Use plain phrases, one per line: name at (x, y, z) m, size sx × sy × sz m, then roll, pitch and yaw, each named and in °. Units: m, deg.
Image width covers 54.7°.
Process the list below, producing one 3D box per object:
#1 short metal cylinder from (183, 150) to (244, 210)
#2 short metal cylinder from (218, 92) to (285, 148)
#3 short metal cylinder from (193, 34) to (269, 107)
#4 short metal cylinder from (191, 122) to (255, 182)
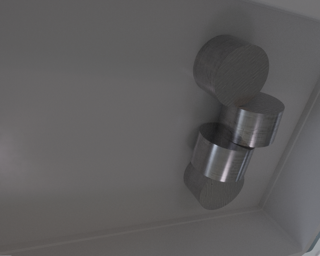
short metal cylinder at (0.084, 0.082, 0.489) m, size 0.081 × 0.050 × 0.079 m, roll -14°, pitch 124°, yaw -21°
short metal cylinder at (0.125, -0.015, 0.432) m, size 0.081 × 0.080 × 0.050 m, roll -8°, pitch 122°, yaw -24°
short metal cylinder at (0.090, -0.073, 0.396) m, size 0.081 × 0.050 × 0.079 m, roll -14°, pitch 124°, yaw -21°
short metal cylinder at (0.089, 0.033, 0.442) m, size 0.081 × 0.080 × 0.050 m, roll -2°, pitch 120°, yaw -28°
